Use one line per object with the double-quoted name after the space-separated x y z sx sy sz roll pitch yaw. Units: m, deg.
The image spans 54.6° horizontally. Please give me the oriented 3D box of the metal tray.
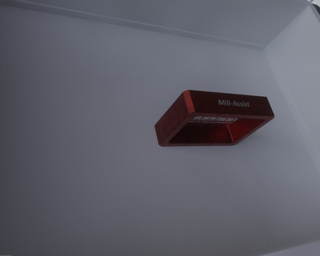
0.070 -0.009 0.406 0.131 0.090 0.030 1 61 -28 "metal tray"
